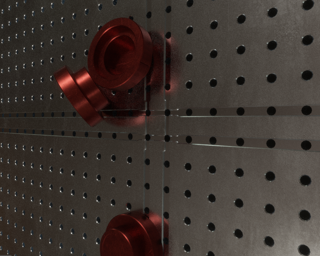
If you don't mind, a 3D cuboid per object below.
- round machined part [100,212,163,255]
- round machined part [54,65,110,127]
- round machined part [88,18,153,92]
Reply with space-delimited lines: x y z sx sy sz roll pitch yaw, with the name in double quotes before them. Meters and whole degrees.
"round machined part" -0.047 0.171 0.435 0.098 0.042 0.097 0 90 39
"round machined part" -0.111 -0.053 0.463 0.042 0.098 0.098 -34 64 -4
"round machined part" -0.050 -0.098 0.431 0.098 0.042 0.097 -5 80 32
